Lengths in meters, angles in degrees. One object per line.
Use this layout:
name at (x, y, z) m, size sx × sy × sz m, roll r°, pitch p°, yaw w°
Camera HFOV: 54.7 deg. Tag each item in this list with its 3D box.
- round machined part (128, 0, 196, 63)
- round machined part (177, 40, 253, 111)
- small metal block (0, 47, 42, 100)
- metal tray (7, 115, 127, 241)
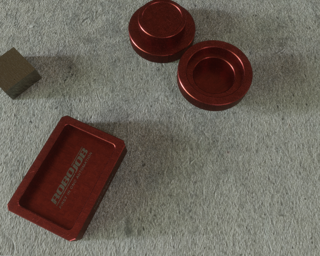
round machined part at (0.003, -0.148, 0.453) m, size 0.099 × 0.042 × 0.098 m, roll 0°, pitch 70°, yaw -1°
round machined part at (0.072, -0.067, 0.425) m, size 0.099 × 0.042 × 0.098 m, roll 0°, pitch 70°, yaw -1°
small metal block at (-0.205, -0.076, 0.434) m, size 0.050 × 0.025 × 0.050 m, roll -43°, pitch 76°, yaw -14°
metal tray at (-0.109, 0.059, 0.382) m, size 0.090 × 0.030 × 0.130 m, roll 24°, pitch 71°, yaw 8°
